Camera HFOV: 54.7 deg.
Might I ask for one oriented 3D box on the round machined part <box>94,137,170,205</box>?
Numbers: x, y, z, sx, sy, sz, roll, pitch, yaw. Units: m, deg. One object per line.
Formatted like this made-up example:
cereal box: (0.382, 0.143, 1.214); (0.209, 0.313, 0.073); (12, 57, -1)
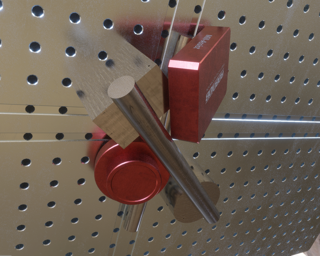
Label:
round machined part: (-0.035, 0.060, 0.399); (0.099, 0.042, 0.097); (-4, 117, -8)

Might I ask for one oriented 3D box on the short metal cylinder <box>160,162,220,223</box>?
short metal cylinder: (0.046, 0.101, 0.485); (0.081, 0.050, 0.079); (-14, 125, -21)

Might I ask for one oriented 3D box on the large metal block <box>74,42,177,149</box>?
large metal block: (-0.037, -0.038, 0.334); (0.080, 0.080, 0.050); (-41, 130, 0)

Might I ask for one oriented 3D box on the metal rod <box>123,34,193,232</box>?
metal rod: (-0.005, 0.023, 0.424); (0.025, 0.025, 0.298); (2, 117, -30)

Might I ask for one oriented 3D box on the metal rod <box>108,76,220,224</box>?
metal rod: (0.024, 0.050, 0.365); (0.025, 0.025, 0.300); (-37, 138, -4)

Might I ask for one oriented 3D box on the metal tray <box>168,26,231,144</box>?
metal tray: (0.049, -0.054, 0.352); (0.131, 0.030, 0.089); (-53, 146, -50)
